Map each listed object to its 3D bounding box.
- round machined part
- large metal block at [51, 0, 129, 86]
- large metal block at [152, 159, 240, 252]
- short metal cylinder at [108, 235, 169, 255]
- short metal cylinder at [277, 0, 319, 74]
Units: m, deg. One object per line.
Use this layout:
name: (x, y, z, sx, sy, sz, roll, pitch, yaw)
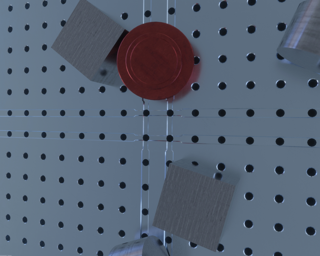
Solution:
round machined part: (-0.006, -0.083, 0.390, 0.099, 0.042, 0.097, 1, 100, 4)
large metal block: (-0.088, -0.118, 0.430, 0.080, 0.050, 0.080, 40, 103, 15)
large metal block: (0.046, 0.091, 0.383, 0.080, 0.050, 0.080, 17, 96, 19)
short metal cylinder: (-0.024, 0.183, 0.392, 0.050, 0.080, 0.080, -22, 83, 19)
short metal cylinder: (0.172, -0.090, 0.323, 0.080, 0.080, 0.050, 27, 99, 18)
